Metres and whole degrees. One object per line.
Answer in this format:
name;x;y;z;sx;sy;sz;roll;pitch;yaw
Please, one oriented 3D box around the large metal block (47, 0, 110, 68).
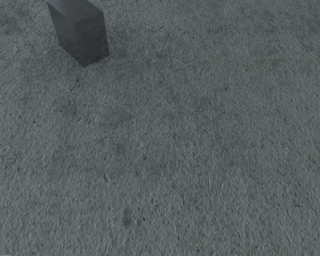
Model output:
large metal block;-0.130;-0.159;0.500;0.050;0.080;0.080;-33;58;-24
